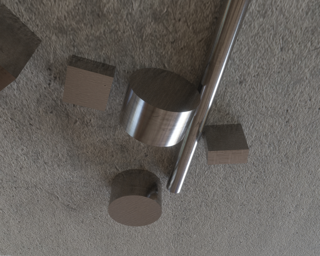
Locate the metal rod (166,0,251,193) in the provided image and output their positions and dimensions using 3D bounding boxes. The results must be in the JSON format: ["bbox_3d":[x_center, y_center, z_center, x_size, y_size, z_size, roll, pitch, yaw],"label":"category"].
[{"bbox_3d":[0.049,-0.019,0.391,0.025,0.025,0.298,8,130,-7],"label":"metal rod"}]

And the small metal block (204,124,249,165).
[{"bbox_3d":[0.086,0.021,0.410,0.050,0.050,0.025,-3,130,2],"label":"small metal block"}]

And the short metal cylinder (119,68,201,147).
[{"bbox_3d":[-0.001,-0.025,0.350,0.081,0.080,0.050,13,129,-11],"label":"short metal cylinder"}]

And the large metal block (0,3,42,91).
[{"bbox_3d":[-0.177,-0.068,0.312,0.080,0.080,0.050,-29,125,22],"label":"large metal block"}]

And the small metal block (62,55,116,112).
[{"bbox_3d":[-0.083,-0.052,0.363,0.050,0.025,0.050,14,129,-12],"label":"small metal block"}]

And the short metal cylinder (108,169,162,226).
[{"bbox_3d":[-0.037,0.110,0.484,0.081,0.050,0.079,0,130,0],"label":"short metal cylinder"}]
